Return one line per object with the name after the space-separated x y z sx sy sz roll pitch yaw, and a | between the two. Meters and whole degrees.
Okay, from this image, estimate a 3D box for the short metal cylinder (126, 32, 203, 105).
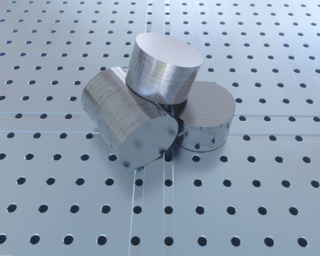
0.004 -0.072 0.368 0.081 0.050 0.080 14 36 -10 | short metal cylinder

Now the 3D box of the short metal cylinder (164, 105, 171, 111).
0.009 -0.067 0.447 0.081 0.050 0.080 0 50 0 | short metal cylinder

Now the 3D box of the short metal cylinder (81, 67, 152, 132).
-0.053 -0.031 0.397 0.081 0.080 0.050 -27 56 -21 | short metal cylinder

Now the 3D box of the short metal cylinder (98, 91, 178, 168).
-0.026 0.002 0.370 0.081 0.080 0.050 -27 56 -21 | short metal cylinder

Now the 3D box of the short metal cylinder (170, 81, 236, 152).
0.054 -0.016 0.404 0.081 0.050 0.080 0 50 0 | short metal cylinder
